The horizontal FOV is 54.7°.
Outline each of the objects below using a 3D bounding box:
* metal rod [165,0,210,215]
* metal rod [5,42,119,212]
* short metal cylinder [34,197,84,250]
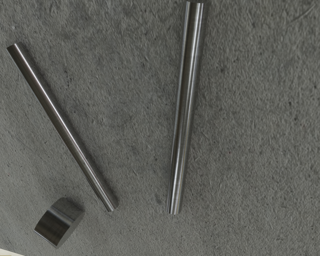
[{"bbox_3d":[0.029,-0.002,0.389,0.025,0.025,0.298,17,125,19],"label":"metal rod"},{"bbox_3d":[-0.146,0.009,0.489,0.025,0.025,0.299,-15,111,34],"label":"metal rod"},{"bbox_3d":[-0.187,0.177,0.579,0.050,0.080,0.079,34,129,5],"label":"short metal cylinder"}]
